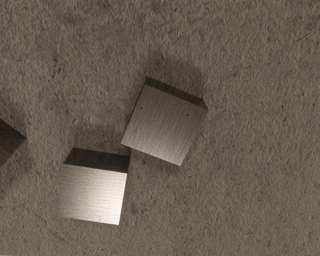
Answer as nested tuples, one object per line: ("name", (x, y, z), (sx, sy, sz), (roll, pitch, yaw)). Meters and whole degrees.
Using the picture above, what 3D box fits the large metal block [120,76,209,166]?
("large metal block", (0.004, -0.010, 0.393), (0.080, 0.050, 0.079), (22, 109, -8))

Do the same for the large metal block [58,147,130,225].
("large metal block", (-0.088, 0.079, 0.424), (0.081, 0.050, 0.079), (9, 110, -4))

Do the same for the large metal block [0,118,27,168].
("large metal block", (-0.240, 0.024, 0.402), (0.080, 0.050, 0.080), (42, 104, -14))
